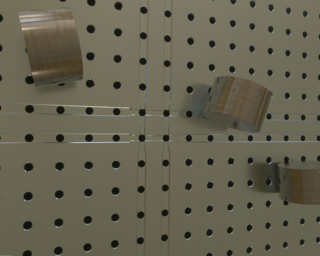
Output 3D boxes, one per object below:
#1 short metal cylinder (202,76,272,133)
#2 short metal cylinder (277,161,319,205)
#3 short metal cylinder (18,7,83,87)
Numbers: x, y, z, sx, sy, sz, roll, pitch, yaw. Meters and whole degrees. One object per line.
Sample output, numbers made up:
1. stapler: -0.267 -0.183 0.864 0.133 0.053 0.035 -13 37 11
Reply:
1. short metal cylinder: 0.105 -0.031 0.424 0.080 0.080 0.050 23 83 -19
2. short metal cylinder: 0.221 0.080 0.468 0.081 0.080 0.050 -4 92 -20
3. short metal cylinder: -0.119 -0.088 0.340 0.050 0.080 0.079 -13 95 -20
